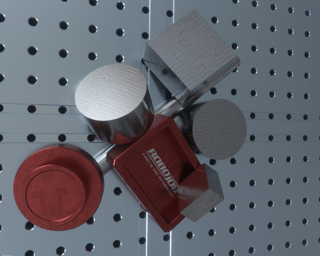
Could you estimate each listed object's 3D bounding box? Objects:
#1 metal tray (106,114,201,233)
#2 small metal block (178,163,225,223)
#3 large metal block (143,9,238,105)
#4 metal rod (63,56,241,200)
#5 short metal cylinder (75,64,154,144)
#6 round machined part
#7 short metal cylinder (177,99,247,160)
[{"bbox_3d":[0.004,0.058,0.396,0.090,0.030,0.130,-39,115,-15],"label":"metal tray"},{"bbox_3d":[0.049,0.080,0.387,0.025,0.050,0.050,37,113,-19],"label":"small metal block"},{"bbox_3d":[0.037,-0.090,0.400,0.080,0.050,0.080,-39,83,-16],"label":"large metal block"},{"bbox_3d":[-0.005,-0.009,0.412,0.301,0.025,0.025,-39,103,-15],"label":"metal rod"},{"bbox_3d":[-0.050,-0.028,0.359,0.080,0.050,0.080,-5,57,7],"label":"short metal cylinder"},{"bbox_3d":[-0.114,0.070,0.348,0.099,0.042,0.097,-1,96,-5],"label":"round machined part"},{"bbox_3d":[0.070,0.002,0.424,0.081,0.050,0.079,0,90,-20],"label":"short metal cylinder"}]
